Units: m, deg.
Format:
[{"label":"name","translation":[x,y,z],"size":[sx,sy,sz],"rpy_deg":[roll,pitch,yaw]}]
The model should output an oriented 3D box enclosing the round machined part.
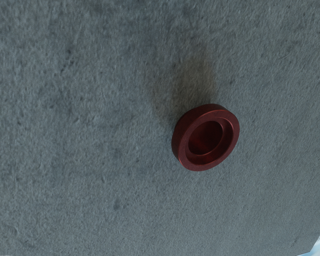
[{"label":"round machined part","translation":[0.059,0.009,0.436],"size":[0.099,0.042,0.097],"rpy_deg":[-14,125,-21]}]
